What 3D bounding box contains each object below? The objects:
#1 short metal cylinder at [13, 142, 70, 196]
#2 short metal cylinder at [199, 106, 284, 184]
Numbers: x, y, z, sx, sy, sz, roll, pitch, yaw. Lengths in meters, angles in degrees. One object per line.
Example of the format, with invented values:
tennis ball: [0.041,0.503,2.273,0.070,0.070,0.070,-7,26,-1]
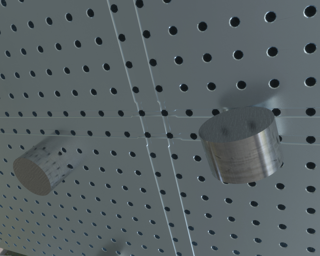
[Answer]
short metal cylinder: [-0.208,0.072,0.547,0.080,0.050,0.079,13,124,20]
short metal cylinder: [0.088,0.016,0.339,0.080,0.080,0.050,-7,115,31]
